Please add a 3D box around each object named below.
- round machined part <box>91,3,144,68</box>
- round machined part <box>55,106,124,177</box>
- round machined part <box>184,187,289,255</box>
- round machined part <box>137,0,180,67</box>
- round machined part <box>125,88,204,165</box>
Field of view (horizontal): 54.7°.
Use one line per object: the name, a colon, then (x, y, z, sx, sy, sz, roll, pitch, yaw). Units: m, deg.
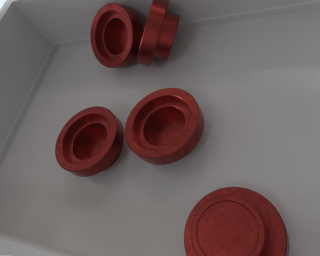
round machined part: (-0.064, -0.146, 0.498, 0.098, 0.042, 0.097, 9, 104, 39)
round machined part: (-0.092, 0.022, 0.430, 0.098, 0.042, 0.098, -13, 56, 21)
round machined part: (0.069, 0.103, 0.296, 0.098, 0.042, 0.098, -13, 56, 21)
round machined part: (0.000, -0.137, 0.456, 0.042, 0.098, 0.098, 16, 65, -4)
round machined part: (0.009, 0.001, 0.389, 0.098, 0.042, 0.098, -13, 56, 21)
